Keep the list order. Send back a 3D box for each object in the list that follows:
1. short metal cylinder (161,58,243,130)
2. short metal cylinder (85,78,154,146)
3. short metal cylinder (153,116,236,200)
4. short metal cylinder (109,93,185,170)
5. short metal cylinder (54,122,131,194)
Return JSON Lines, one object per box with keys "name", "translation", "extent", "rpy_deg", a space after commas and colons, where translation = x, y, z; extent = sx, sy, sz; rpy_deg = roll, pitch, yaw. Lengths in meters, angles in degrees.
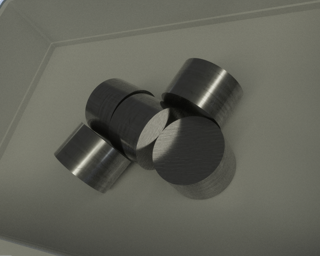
{"name": "short metal cylinder", "translation": [0.049, -0.036, 0.364], "extent": [0.080, 0.080, 0.050], "rpy_deg": [26, 76, 36]}
{"name": "short metal cylinder", "translation": [-0.049, -0.019, 0.404], "extent": [0.050, 0.080, 0.080], "rpy_deg": [29, 77, 37]}
{"name": "short metal cylinder", "translation": [0.039, 0.034, 0.345], "extent": [0.080, 0.050, 0.080], "rpy_deg": [-13, 56, 20]}
{"name": "short metal cylinder", "translation": [-0.014, 0.004, 0.373], "extent": [0.050, 0.080, 0.080], "rpy_deg": [30, 78, 37]}
{"name": "short metal cylinder", "translation": [-0.083, 0.037, 0.388], "extent": [0.080, 0.080, 0.050], "rpy_deg": [33, 80, 38]}
